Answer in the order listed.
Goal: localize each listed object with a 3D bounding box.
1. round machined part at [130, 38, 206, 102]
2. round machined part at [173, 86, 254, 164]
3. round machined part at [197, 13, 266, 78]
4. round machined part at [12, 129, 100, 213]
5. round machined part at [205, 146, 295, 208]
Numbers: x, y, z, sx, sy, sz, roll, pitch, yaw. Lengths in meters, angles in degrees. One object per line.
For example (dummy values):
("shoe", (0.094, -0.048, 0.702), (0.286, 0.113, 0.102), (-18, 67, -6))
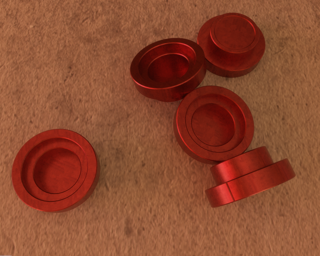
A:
("round machined part", (0.013, -0.073, 0.414), (0.098, 0.042, 0.098), (-8, 51, 10))
("round machined part", (0.065, -0.001, 0.395), (0.099, 0.042, 0.098), (3, 72, -9))
("round machined part", (0.103, -0.125, 0.446), (0.099, 0.042, 0.098), (0, 70, -1))
("round machined part", (-0.122, 0.054, 0.378), (0.099, 0.042, 0.098), (0, 70, -1))
("round machined part", (0.096, 0.052, 0.350), (0.099, 0.098, 0.042), (-20, 77, -7))
